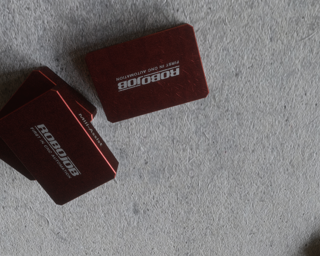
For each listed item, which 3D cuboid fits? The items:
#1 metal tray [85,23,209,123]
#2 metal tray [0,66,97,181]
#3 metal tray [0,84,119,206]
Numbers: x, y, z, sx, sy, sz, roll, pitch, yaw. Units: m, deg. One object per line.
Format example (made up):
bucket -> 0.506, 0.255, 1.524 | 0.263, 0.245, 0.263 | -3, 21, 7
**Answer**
metal tray -> -0.014, -0.067, 0.382 | 0.131, 0.030, 0.089 | -15, 110, 5
metal tray -> -0.159, -0.004, 0.404 | 0.090, 0.030, 0.130 | 42, 105, -14
metal tray -> -0.123, 0.023, 0.382 | 0.090, 0.030, 0.130 | -29, 108, 10
